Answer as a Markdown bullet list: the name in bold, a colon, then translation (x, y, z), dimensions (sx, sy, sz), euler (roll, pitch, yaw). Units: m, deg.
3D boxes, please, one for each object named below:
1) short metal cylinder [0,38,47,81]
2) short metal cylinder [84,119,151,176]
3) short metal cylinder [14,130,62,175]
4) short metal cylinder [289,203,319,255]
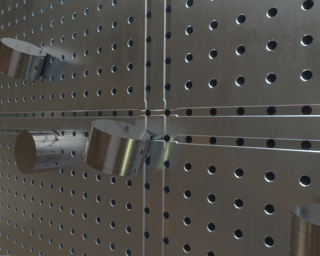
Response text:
- **short metal cylinder**: translation (-0.263, -0.130, 0.587), dimensions (0.080, 0.081, 0.050), euler (38, 113, 33)
- **short metal cylinder**: translation (-0.058, 0.025, 0.419), dimensions (0.080, 0.081, 0.050), euler (25, 106, 37)
- **short metal cylinder**: translation (-0.227, 0.044, 0.577), dimensions (0.080, 0.050, 0.079), euler (0, 90, 39)
- **short metal cylinder**: translation (0.149, 0.097, 0.250), dimensions (0.080, 0.081, 0.050), euler (4, 93, 39)
